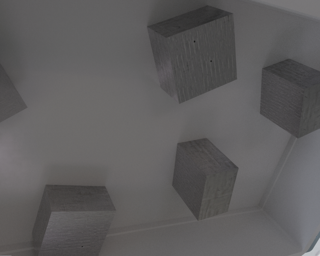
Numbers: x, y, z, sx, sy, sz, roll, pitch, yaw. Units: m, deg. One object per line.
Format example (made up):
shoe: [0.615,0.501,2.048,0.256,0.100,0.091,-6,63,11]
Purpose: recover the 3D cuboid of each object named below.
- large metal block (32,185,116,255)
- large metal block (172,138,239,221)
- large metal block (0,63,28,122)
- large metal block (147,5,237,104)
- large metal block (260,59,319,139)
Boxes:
large metal block: [-0.114,0.123,0.406,0.081,0.050,0.079,9,114,-32]
large metal block: [0.062,0.072,0.451,0.050,0.080,0.079,-9,123,-24]
large metal block: [-0.171,-0.022,0.257,0.080,0.080,0.050,-31,93,-9]
large metal block: [0.039,-0.086,0.360,0.081,0.050,0.080,-24,127,-14]
large metal block: [0.194,-0.045,0.451,0.050,0.080,0.080,-22,127,-16]
